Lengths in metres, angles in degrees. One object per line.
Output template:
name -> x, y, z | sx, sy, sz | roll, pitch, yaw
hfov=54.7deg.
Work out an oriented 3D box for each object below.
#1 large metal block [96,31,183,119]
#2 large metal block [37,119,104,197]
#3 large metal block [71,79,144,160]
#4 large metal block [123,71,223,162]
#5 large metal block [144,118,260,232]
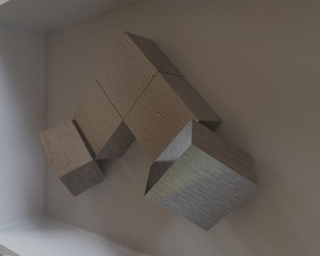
large metal block -> -0.030, -0.067, 0.413 | 0.080, 0.050, 0.080 | -51, 60, 28
large metal block -> -0.134, 0.047, 0.471 | 0.080, 0.050, 0.080 | 54, 164, 26
large metal block -> -0.075, -0.012, 0.450 | 0.080, 0.050, 0.080 | -51, 60, 28
large metal block -> 0.013, -0.009, 0.377 | 0.080, 0.050, 0.080 | -51, 60, 28
large metal block -> 0.042, 0.050, 0.326 | 0.080, 0.050, 0.080 | 32, 118, -12
